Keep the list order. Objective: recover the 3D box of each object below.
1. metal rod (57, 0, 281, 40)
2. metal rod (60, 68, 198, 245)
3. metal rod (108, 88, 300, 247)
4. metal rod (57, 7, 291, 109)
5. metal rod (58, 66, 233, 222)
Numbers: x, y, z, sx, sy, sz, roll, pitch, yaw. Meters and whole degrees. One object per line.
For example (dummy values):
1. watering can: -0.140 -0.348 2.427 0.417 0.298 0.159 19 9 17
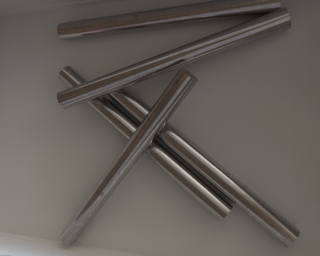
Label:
1. metal rod: -0.002 -0.145 0.410 0.301 0.025 0.025 -1 90 19
2. metal rod: -0.051 0.050 0.405 0.025 0.025 0.299 43 111 14
3. metal rod: 0.042 0.034 0.394 0.300 0.025 0.025 40 103 15
4. metal rod: 0.007 -0.082 0.390 0.301 0.025 0.025 -18 84 12
5. metal rod: -0.029 0.012 0.419 0.300 0.025 0.025 40 103 15
